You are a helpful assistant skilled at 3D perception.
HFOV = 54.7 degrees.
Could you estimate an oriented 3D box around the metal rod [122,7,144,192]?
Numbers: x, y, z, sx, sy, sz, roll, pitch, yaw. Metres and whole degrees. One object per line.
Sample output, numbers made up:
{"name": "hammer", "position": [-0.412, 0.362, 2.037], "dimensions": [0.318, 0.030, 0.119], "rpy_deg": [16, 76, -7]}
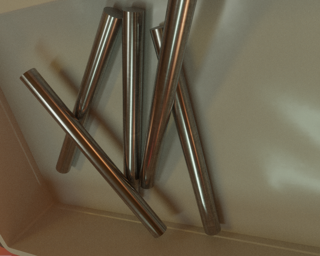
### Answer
{"name": "metal rod", "position": [-0.038, -0.007, 0.424], "dimensions": [0.025, 0.025, 0.298], "rpy_deg": [17, 125, 19]}

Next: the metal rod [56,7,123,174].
{"name": "metal rod", "position": [-0.110, -0.031, 0.447], "dimensions": [0.025, 0.025, 0.298], "rpy_deg": [34, 129, 5]}

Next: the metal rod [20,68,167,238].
{"name": "metal rod", "position": [-0.090, 0.042, 0.448], "dimensions": [0.025, 0.025, 0.300], "rpy_deg": [-31, 102, 38]}

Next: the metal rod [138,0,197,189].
{"name": "metal rod", "position": [0.001, -0.021, 0.366], "dimensions": [0.025, 0.025, 0.298], "rpy_deg": [25, 136, 13]}

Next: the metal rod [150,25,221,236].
{"name": "metal rod", "position": [0.039, 0.020, 0.399], "dimensions": [0.025, 0.025, 0.298], "rpy_deg": [-2, 118, 29]}
